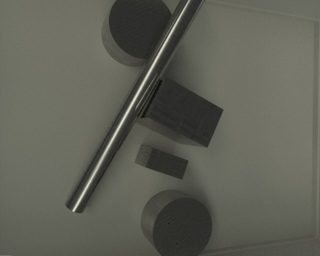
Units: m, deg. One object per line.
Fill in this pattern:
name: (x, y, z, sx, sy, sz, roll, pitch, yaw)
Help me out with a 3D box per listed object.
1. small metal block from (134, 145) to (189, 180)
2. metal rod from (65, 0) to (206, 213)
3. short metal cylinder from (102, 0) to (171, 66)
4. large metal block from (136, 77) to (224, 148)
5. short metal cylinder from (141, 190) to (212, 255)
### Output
small metal block: (0.001, 0.043, 0.399, 0.050, 0.050, 0.025, 21, 83, -19)
metal rod: (-0.028, -0.033, 0.362, 0.025, 0.025, 0.299, 29, 95, -18)
short metal cylinder: (-0.029, -0.121, 0.387, 0.081, 0.050, 0.079, 0, 90, -20)
large metal block: (0.018, -0.017, 0.389, 0.080, 0.080, 0.050, 27, 81, -19)
short metal cylinder: (0.020, 0.126, 0.406, 0.081, 0.050, 0.079, 0, 90, -21)
